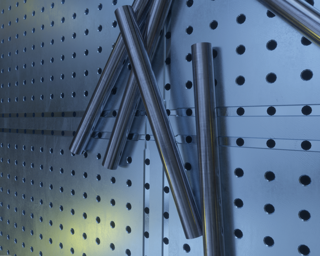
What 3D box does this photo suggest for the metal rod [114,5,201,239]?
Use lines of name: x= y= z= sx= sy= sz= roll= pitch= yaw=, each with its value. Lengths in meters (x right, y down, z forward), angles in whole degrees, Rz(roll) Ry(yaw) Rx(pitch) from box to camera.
metal rod: x=-0.002 y=-0.012 z=0.389 sx=0.025 sy=0.025 sz=0.299 roll=-23 pitch=82 yaw=37

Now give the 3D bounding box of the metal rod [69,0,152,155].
metal rod: x=-0.073 y=-0.083 z=0.467 sx=0.025 sy=0.025 sz=0.298 roll=43 pitch=116 yaw=31

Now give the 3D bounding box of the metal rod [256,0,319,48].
metal rod: x=0.097 y=-0.156 z=0.328 sx=0.300 sy=0.025 sz=0.025 roll=52 pitch=120 yaw=27

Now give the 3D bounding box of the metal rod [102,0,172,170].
metal rod: x=-0.028 y=-0.078 z=0.430 sx=0.025 sy=0.025 sz=0.298 roll=31 pitch=109 yaw=35

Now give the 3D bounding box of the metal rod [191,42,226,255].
metal rod: x=0.058 y=0.051 z=0.360 sx=0.025 sy=0.025 sz=0.298 roll=-5 pitch=87 yaw=39
